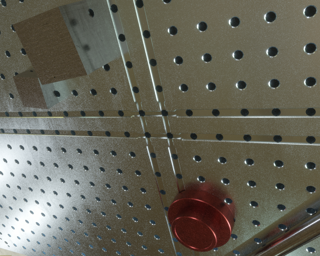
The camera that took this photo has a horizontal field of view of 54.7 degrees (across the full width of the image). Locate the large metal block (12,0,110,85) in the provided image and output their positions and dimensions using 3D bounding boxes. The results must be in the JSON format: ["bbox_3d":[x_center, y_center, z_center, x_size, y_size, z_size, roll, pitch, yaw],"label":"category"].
[{"bbox_3d":[-0.123,-0.106,0.392,0.080,0.050,0.080,-6,116,30],"label":"large metal block"}]

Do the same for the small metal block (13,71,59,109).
[{"bbox_3d":[-0.188,-0.058,0.472,0.050,0.025,0.050,6,121,24],"label":"small metal block"}]

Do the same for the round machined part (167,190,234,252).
[{"bbox_3d":[0.056,0.143,0.458,0.098,0.042,0.097,13,124,20],"label":"round machined part"}]

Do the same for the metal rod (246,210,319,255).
[{"bbox_3d":[0.154,0.178,0.439,0.025,0.025,0.298,37,129,3],"label":"metal rod"}]
